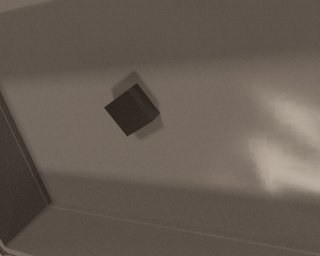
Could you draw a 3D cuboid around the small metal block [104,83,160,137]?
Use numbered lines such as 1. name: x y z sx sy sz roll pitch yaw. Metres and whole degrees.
1. small metal block: -0.037 -0.023 0.412 0.050 0.025 0.050 -30 102 37
